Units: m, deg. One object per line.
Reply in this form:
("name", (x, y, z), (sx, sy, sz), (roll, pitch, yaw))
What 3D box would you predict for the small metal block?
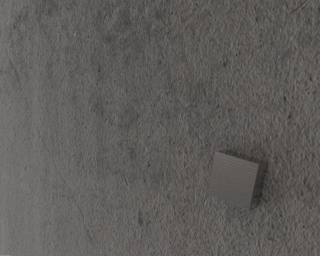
("small metal block", (0.084, 0.055, 0.337), (0.050, 0.025, 0.050), (16, 100, 39))
